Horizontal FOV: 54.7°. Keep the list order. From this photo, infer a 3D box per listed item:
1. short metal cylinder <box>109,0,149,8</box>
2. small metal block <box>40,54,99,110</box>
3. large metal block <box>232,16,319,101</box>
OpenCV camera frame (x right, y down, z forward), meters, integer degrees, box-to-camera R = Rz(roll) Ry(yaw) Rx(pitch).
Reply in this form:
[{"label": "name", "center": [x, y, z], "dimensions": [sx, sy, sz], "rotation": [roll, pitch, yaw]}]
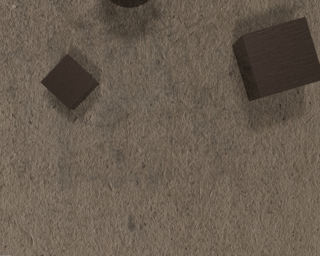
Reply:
[{"label": "short metal cylinder", "center": [-0.042, -0.203, 0.397], "dimensions": [0.081, 0.050, 0.079], "rotation": [0, 90, -1]}, {"label": "small metal block", "center": [-0.117, -0.059, 0.408], "dimensions": [0.050, 0.025, 0.050], "rotation": [44, 90, -1]}, {"label": "large metal block", "center": [0.149, -0.086, 0.399], "dimensions": [0.080, 0.050, 0.080], "rotation": [-17, 90, -1]}]
